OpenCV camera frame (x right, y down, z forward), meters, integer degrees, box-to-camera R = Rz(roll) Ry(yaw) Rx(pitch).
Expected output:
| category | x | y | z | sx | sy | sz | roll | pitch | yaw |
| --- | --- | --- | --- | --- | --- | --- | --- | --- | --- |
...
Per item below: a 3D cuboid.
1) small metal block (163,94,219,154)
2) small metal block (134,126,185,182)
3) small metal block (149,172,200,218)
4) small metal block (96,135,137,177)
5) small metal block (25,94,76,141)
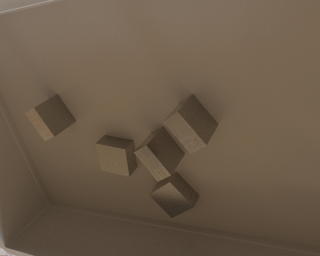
| category | x | y | z | sx | sy | sz | roll | pitch | yaw |
| --- | --- | --- | --- | --- | --- | --- | --- | --- | --- |
| small metal block | 0.038 | -0.006 | 0.368 | 0.050 | 0.050 | 0.025 | 49 | 128 | -7 |
| small metal block | 0.001 | 0.034 | 0.412 | 0.025 | 0.050 | 0.050 | -31 | 101 | 38 |
| small metal block | 0.021 | 0.100 | 0.458 | 0.050 | 0.025 | 0.050 | 47 | 129 | -5 |
| small metal block | -0.065 | 0.042 | 0.467 | 0.050 | 0.025 | 0.050 | 9 | 123 | 23 |
| small metal block | -0.163 | -0.016 | 0.466 | 0.025 | 0.050 | 0.050 | -21 | 107 | 35 |
